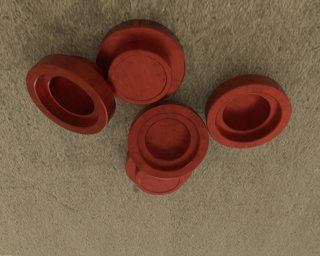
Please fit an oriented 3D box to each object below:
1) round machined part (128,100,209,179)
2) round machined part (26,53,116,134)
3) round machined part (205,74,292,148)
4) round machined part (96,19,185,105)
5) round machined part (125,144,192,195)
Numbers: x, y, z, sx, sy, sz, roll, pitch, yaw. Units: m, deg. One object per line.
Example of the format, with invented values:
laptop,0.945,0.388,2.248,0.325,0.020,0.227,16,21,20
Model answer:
round machined part,0.009,0.012,0.394,0.099,0.042,0.097,-1,107,-3
round machined part,-0.094,-0.041,0.347,0.098,0.042,0.097,15,139,14
round machined part,0.104,-0.024,0.379,0.099,0.042,0.097,-1,130,0
round machined part,-0.021,-0.065,0.341,0.099,0.042,0.097,-1,130,0
round machined part,-0.001,0.060,0.448,0.099,0.042,0.097,-1,130,0
